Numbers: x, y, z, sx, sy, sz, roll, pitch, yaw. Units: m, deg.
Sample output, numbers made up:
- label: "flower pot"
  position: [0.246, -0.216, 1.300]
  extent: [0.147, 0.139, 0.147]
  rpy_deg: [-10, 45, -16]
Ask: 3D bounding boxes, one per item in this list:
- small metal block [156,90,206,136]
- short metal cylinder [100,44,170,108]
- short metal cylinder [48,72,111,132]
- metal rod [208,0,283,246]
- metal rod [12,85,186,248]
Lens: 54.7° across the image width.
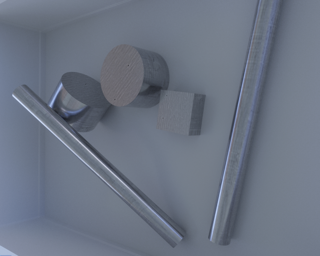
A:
- label: "small metal block"
  position: [0.025, -0.020, 0.384]
  extent: [0.050, 0.025, 0.050]
  rpy_deg: [12, 98, 39]
- label: "short metal cylinder"
  position: [-0.034, -0.068, 0.417]
  extent: [0.080, 0.050, 0.079]
  rpy_deg: [0, 90, 39]
- label: "short metal cylinder"
  position: [-0.121, -0.040, 0.468]
  extent: [0.050, 0.081, 0.080]
  rpy_deg: [-51, 60, 28]
- label: "metal rod"
  position: [0.092, -0.019, 0.329]
  extent: [0.025, 0.025, 0.298]
  rpy_deg: [16, 100, 38]
- label: "metal rod"
  position: [-0.087, 0.044, 0.414]
  extent: [0.300, 0.025, 0.025]
  rpy_deg: [41, 116, 10]
